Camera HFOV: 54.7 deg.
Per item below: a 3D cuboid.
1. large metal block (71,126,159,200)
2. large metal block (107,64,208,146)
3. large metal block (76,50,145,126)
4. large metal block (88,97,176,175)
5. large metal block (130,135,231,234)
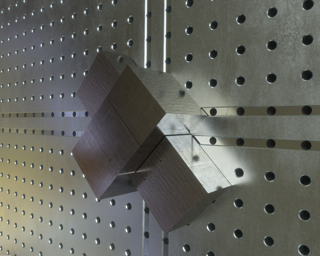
[{"bbox_3d":[-0.059,0.044,0.420,0.050,0.081,0.080,-52,60,27],"label":"large metal block"},{"bbox_3d":[-0.003,-0.027,0.375,0.050,0.081,0.080,-52,60,27],"label":"large metal block"},{"bbox_3d":[-0.064,-0.051,0.440,0.080,0.050,0.080,52,121,27],"label":"large metal block"},{"bbox_3d":[-0.031,0.008,0.398,0.050,0.081,0.080,-52,60,27],"label":"large metal block"},{"bbox_3d":[0.022,0.065,0.373,0.080,0.050,0.080,-52,60,28],"label":"large metal block"}]
